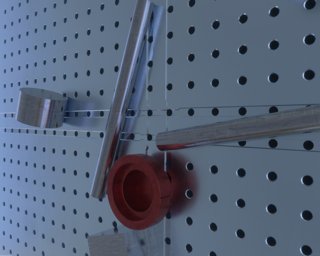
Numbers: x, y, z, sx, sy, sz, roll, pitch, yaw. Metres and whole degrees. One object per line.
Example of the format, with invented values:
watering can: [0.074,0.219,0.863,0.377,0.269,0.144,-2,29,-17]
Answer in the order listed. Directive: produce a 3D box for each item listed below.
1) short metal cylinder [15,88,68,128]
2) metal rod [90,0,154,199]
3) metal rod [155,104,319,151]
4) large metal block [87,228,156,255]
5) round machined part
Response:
short metal cylinder: [-0.208,-0.036,0.546,0.080,0.081,0.050,25,106,37]
metal rod: [-0.059,-0.034,0.458,0.025,0.025,0.298,25,106,37]
metal rod: [0.117,-0.003,0.312,0.300,0.025,0.025,-11,83,39]
large metal block: [-0.051,0.185,0.436,0.080,0.050,0.080,-20,78,38]
round machined part: [-0.023,0.083,0.418,0.098,0.042,0.097,0,90,40]
